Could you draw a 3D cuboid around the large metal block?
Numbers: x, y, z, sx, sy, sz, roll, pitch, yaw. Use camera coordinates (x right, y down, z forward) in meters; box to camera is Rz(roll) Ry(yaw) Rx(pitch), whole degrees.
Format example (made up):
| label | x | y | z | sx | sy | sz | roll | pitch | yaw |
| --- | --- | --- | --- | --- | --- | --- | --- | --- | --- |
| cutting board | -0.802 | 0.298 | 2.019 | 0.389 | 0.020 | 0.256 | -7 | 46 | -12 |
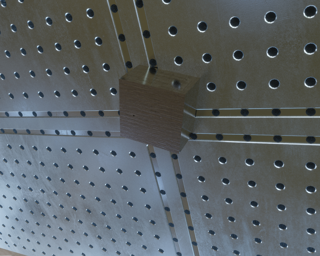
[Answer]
| label | x | y | z | sx | sy | sz | roll | pitch | yaw |
| --- | --- | --- | --- | --- | --- | --- | --- | --- | --- |
| large metal block | -0.002 | -0.024 | 0.380 | 0.080 | 0.050 | 0.079 | 16 | 125 | 18 |
